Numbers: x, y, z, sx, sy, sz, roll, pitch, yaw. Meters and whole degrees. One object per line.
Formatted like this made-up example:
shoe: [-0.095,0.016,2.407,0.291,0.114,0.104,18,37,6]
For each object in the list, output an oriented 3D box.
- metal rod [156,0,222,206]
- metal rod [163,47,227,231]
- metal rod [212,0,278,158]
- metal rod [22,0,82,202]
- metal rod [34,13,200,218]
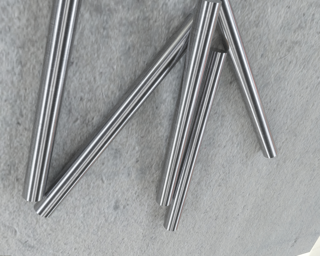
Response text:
metal rod: [0.028,-0.009,0.398,0.025,0.025,0.298,-8,128,-25]
metal rod: [0.045,0.033,0.453,0.025,0.025,0.298,-3,120,-27]
metal rod: [0.128,-0.053,0.446,0.025,0.025,0.299,-37,130,-4]
metal rod: [-0.109,-0.050,0.317,0.025,0.025,0.298,4,116,-31]
metal rod: [-0.052,-0.010,0.373,0.299,0.025,0.025,-50,129,7]
